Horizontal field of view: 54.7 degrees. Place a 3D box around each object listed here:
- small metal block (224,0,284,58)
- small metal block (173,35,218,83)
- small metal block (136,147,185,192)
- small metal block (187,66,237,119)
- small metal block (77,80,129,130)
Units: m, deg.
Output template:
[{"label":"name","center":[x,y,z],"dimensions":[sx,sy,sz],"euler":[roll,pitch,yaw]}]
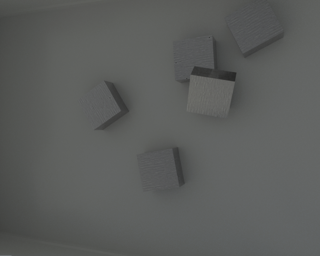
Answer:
[{"label":"small metal block","center":[0.112,-0.120,0.371],"dimensions":[0.050,0.025,0.050],"euler":[-27,81,18]},{"label":"small metal block","center":[0.045,-0.086,0.394],"dimensions":[0.050,0.025,0.050],"euler":[-4,89,20]},{"label":"small metal block","center":[0.001,0.055,0.410],"dimensions":[0.050,0.025,0.050],"euler":[-12,86,19]},{"label":"small metal block","center":[0.061,-0.043,0.373],"dimensions":[0.050,0.025,0.050],"euler":[11,126,11]},{"label":"small metal block","center":[-0.080,-0.031,0.439],"dimensions":[0.050,0.025,0.050],"euler":[-33,79,17]}]
